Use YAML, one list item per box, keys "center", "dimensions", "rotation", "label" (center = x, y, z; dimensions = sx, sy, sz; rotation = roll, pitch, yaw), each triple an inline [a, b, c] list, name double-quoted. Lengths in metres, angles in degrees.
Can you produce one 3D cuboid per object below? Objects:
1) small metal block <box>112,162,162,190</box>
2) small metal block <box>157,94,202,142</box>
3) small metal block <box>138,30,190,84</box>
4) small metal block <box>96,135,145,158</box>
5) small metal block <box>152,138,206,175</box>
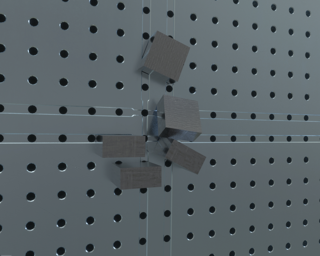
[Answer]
- center: [-0.030, 0.058, 0.388]
  dimensions: [0.050, 0.050, 0.025]
  rotation: [0, 90, -20]
  label: "small metal block"
- center: [0.025, -0.013, 0.410]
  dimensions: [0.050, 0.025, 0.050]
  rotation: [9, 57, -20]
  label: "small metal block"
- center: [0.006, -0.093, 0.414]
  dimensions: [0.050, 0.025, 0.050]
  rotation: [22, 83, -19]
  label: "small metal block"
- center: [-0.050, 0.021, 0.381]
  dimensions: [0.050, 0.050, 0.025]
  rotation: [1, 90, -20]
  label: "small metal block"
- center: [0.024, 0.035, 0.408]
  dimensions: [0.050, 0.050, 0.025]
  rotation: [29, 82, -18]
  label: "small metal block"
